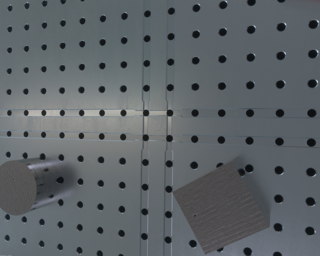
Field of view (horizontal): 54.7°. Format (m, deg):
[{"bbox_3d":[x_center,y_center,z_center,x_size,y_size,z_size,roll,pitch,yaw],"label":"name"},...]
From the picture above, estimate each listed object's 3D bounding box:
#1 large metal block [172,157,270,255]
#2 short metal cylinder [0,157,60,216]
[{"bbox_3d":[0.075,0.091,0.373,0.080,0.050,0.080,-31,80,17],"label":"large metal block"},{"bbox_3d":[-0.202,0.086,0.470,0.080,0.050,0.079,0,90,20],"label":"short metal cylinder"}]
